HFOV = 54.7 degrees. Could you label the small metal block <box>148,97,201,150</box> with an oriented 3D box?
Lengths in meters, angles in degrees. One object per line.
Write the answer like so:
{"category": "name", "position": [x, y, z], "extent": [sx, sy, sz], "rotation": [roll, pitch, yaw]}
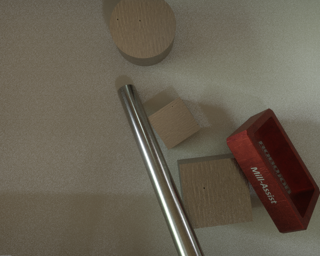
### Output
{"category": "small metal block", "position": [0.018, -0.006, 0.412], "extent": [0.050, 0.025, 0.050], "rotation": [-34, 90, -1]}

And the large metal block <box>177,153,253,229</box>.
{"category": "large metal block", "position": [0.068, 0.079, 0.400], "extent": [0.081, 0.050, 0.079], "rotation": [-7, 90, -1]}

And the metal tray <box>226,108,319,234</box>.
{"category": "metal tray", "position": [0.143, 0.049, 0.382], "extent": [0.030, 0.091, 0.130], "rotation": [-31, 90, 42]}

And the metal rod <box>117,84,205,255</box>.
{"category": "metal rod", "position": [0.008, 0.074, 0.348], "extent": [0.025, 0.025, 0.299], "rotation": [-23, 64, 0]}

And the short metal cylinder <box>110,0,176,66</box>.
{"category": "short metal cylinder", "position": [-0.021, -0.124, 0.399], "extent": [0.081, 0.050, 0.079], "rotation": [0, 90, -1]}
